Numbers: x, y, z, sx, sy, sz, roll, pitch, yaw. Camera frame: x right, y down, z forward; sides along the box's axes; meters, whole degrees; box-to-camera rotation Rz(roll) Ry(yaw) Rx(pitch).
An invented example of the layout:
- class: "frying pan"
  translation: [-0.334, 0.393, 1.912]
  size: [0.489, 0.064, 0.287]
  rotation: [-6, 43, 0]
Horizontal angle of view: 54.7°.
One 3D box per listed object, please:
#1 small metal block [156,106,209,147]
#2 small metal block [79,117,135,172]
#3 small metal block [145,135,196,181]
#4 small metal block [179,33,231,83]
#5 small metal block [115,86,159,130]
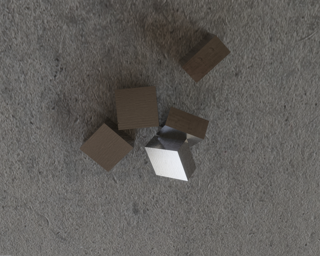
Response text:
- class: "small metal block"
  translation: [0.027, 0.000, 0.394]
  size: [0.050, 0.050, 0.025]
  rotation: [20, 72, -8]
- class: "small metal block"
  translation: [-0.070, 0.022, 0.417]
  size: [0.050, 0.025, 0.050]
  rotation: [42, 105, -14]
- class: "small metal block"
  translation: [0.014, 0.039, 0.406]
  size: [0.050, 0.025, 0.050]
  rotation: [5, 129, 35]
- class: "small metal block"
  translation: [0.051, -0.084, 0.366]
  size: [0.050, 0.050, 0.025]
  rotation: [-42, 105, 14]
- class: "small metal block"
  translation: [-0.028, -0.025, 0.392]
  size: [0.050, 0.025, 0.050]
  rotation: [-5, 91, 2]
